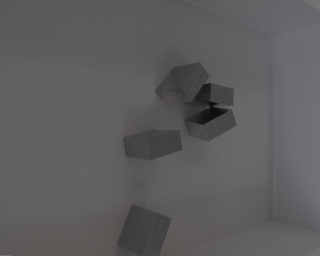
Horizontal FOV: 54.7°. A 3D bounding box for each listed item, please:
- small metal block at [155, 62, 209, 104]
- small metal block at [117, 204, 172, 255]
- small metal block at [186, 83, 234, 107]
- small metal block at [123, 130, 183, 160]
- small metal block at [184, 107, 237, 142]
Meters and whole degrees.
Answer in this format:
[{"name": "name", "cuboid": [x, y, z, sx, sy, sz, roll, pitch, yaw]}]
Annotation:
[{"name": "small metal block", "cuboid": [0.029, -0.059, 0.415, 0.025, 0.050, 0.050, 51, 60, -28]}, {"name": "small metal block", "cuboid": [-0.019, 0.125, 0.374, 0.025, 0.050, 0.050, 33, 70, -36]}, {"name": "small metal block", "cuboid": [0.071, -0.046, 0.449, 0.050, 0.050, 0.025, 6, 86, -40]}, {"name": "small metal block", "cuboid": [-0.009, 0.019, 0.383, 0.050, 0.050, 0.025, -14, 99, -39]}, {"name": "small metal block", "cuboid": [0.071, -0.007, 0.442, 0.050, 0.050, 0.025, -27, 109, -20]}]
